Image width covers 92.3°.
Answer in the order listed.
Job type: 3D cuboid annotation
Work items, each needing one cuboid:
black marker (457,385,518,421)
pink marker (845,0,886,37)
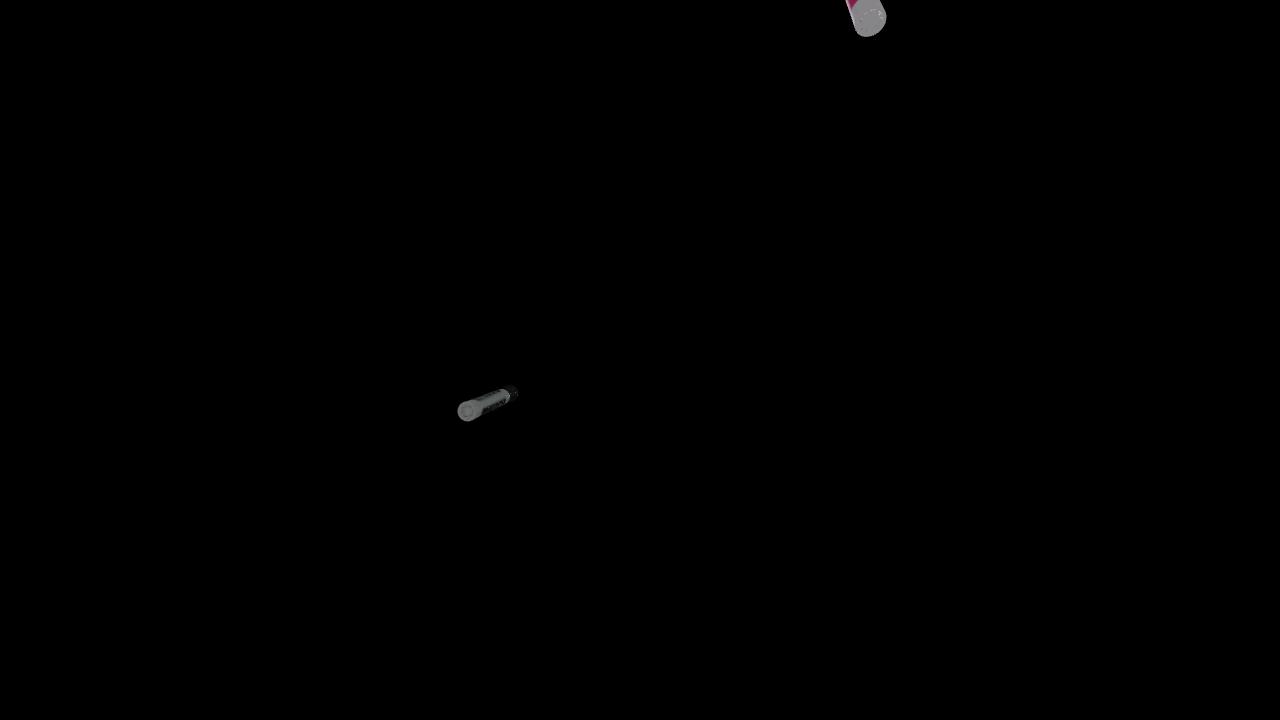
[{"bbox_3d":[-0.151,0.042,0.627,0.020,0.020,0.121,0,5,8],"label":"black marker"},{"bbox_3d":[0.143,-0.255,0.412,0.020,0.121,0.020,1,-37,1],"label":"pink marker"}]
